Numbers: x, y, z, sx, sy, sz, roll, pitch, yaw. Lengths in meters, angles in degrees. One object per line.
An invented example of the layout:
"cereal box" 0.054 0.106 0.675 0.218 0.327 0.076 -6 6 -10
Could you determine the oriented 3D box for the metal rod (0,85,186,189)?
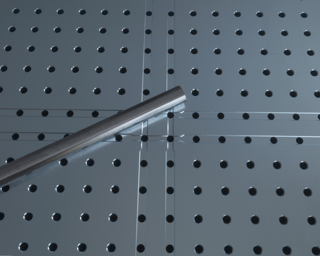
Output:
"metal rod" -0.104 0.017 0.405 0.301 0.025 0.025 -25 72 -9
